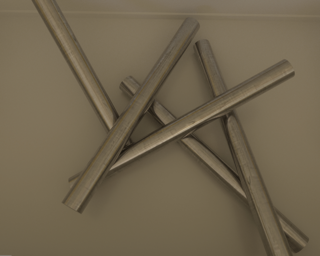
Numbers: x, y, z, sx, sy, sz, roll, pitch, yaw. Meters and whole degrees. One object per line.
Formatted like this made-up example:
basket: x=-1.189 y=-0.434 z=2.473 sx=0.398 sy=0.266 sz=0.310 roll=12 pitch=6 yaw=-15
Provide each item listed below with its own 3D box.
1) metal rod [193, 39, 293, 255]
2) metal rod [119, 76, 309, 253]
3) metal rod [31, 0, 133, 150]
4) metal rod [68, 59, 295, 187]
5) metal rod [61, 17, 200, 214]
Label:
metal rod: x=0.094 y=0.008 z=0.389 sx=0.025 sy=0.025 sz=0.299 roll=-12 pitch=64 yaw=-5
metal rod: x=0.059 y=0.037 z=0.396 sx=0.025 sy=0.025 sz=0.300 roll=-43 pitch=76 yaw=-14
metal rod: x=-0.114 y=-0.105 z=0.380 sx=0.025 sy=0.025 sz=0.299 roll=-30 pitch=99 yaw=-10
metal rod: x=0.026 y=0.000 z=0.381 sx=0.301 sy=0.025 sz=0.025 roll=-29 pitch=73 yaw=1
metal rod: x=-0.024 y=-0.032 z=0.392 sx=0.025 sy=0.025 sz=0.300 roll=27 pitch=67 yaw=9
